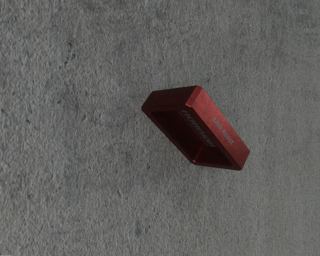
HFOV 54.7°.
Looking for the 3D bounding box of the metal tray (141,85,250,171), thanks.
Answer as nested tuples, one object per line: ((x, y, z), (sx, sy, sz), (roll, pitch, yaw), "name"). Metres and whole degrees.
((0.047, 0.003, 0.406), (0.130, 0.090, 0.030), (47, 62, -30), "metal tray")
